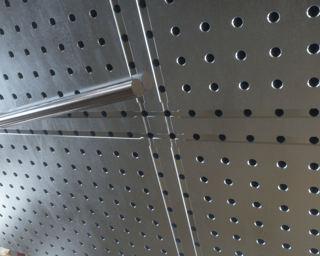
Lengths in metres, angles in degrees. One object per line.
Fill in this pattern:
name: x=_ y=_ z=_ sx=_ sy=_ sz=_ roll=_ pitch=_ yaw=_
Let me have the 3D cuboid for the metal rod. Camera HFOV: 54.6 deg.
metal rod: x=-0.154 y=-0.031 z=0.474 sx=0.300 sy=0.025 sz=0.025 roll=-9 pitch=114 yaw=32
